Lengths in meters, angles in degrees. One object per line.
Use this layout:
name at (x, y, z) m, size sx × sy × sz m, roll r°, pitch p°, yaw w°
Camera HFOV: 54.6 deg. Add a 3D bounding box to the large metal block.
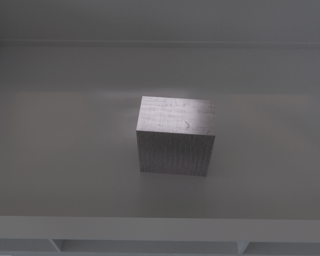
large metal block at (0.018, 0.011, 0.360) m, size 0.080 × 0.080 × 0.050 m, roll 4°, pitch 50°, yaw 3°
